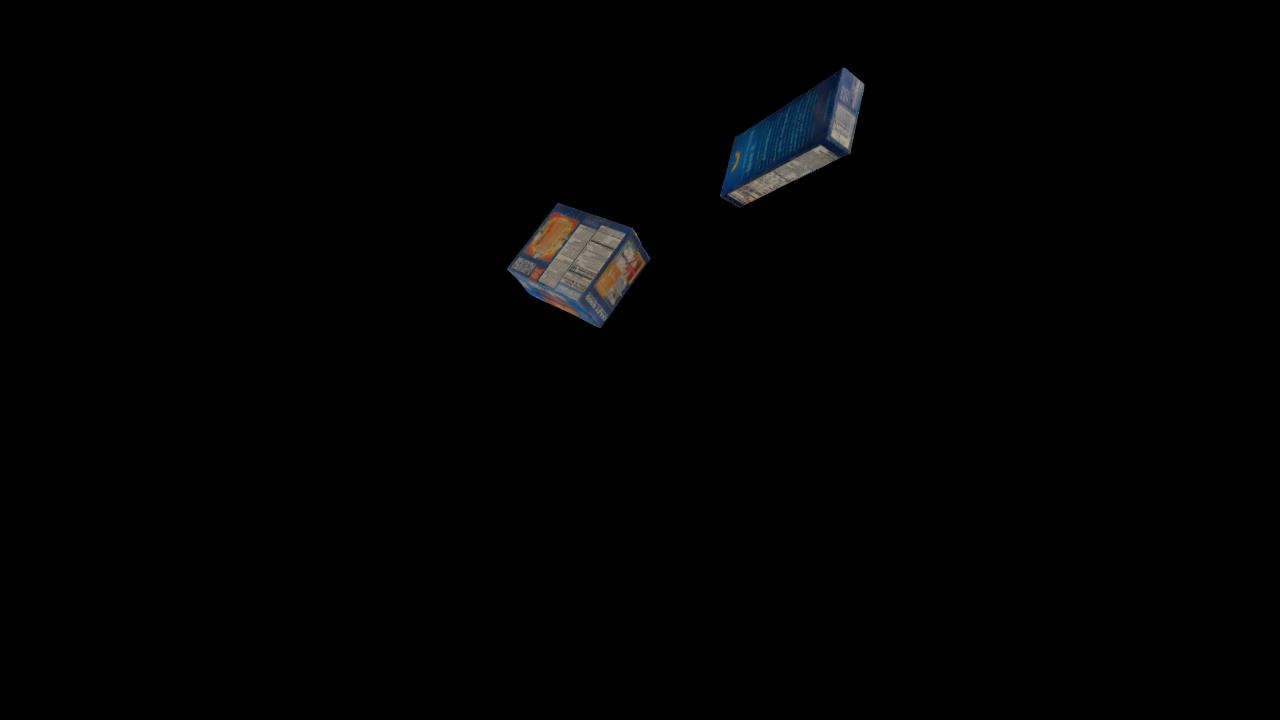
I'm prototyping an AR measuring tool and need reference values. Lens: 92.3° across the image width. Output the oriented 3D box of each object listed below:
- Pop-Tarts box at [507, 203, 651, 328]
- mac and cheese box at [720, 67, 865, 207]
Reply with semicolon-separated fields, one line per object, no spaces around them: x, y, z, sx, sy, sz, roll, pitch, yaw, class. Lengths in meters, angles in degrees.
-0.095;-0.150;0.960;0.167;0.141;0.083;26;-15;34;Pop-Tarts box
0.173;-0.255;0.727;0.041;0.093;0.184;21;-15;-26;mac and cheese box
